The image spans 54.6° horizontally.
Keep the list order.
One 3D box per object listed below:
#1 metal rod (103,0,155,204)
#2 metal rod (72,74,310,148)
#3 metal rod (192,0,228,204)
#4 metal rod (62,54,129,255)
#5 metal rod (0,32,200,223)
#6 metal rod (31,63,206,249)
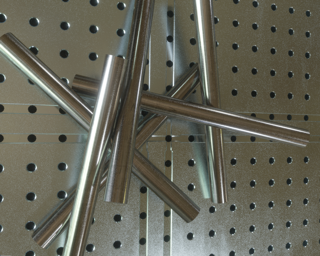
[{"bbox_3d":[-0.030,-0.065,0.364,0.025,0.025,0.299,13,72,-20],"label":"metal rod"},{"bbox_3d":[0.043,-0.020,0.391,0.302,0.025,0.025,13,86,-6],"label":"metal rod"},{"bbox_3d":[0.068,-0.042,0.414,0.025,0.025,0.298,-11,102,-20],"label":"metal rod"},{"bbox_3d":[-0.081,0.068,0.349,0.025,0.025,0.298,11,99,-20],"label":"metal rod"},{"bbox_3d":[-0.067,0.005,0.365,0.300,0.025,0.025,43,76,-7],"label":"metal rod"},{"bbox_3d":[-0.041,0.025,0.397,0.025,0.025,0.301,46,76,-14],"label":"metal rod"}]
